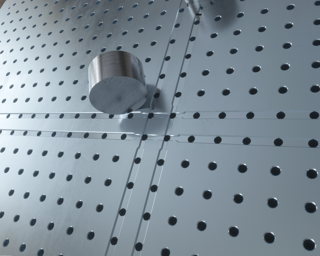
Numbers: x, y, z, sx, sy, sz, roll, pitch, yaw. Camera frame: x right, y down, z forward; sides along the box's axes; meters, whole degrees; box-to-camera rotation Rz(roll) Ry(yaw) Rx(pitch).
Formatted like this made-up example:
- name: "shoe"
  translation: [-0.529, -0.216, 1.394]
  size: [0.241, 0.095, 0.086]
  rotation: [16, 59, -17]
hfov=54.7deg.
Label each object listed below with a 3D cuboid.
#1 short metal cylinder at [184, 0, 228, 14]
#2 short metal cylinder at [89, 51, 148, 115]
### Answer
- name: "short metal cylinder"
  translation: [0.072, -0.232, 0.497]
  size: [0.080, 0.050, 0.080]
  rotation: [-13, 56, 21]
- name: "short metal cylinder"
  translation: [-0.061, -0.063, 0.444]
  size: [0.080, 0.080, 0.050]
  rotation: [-22, 54, 15]
